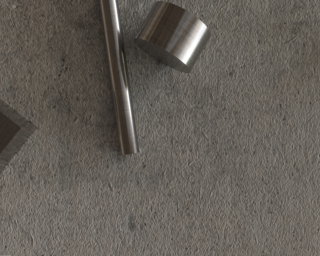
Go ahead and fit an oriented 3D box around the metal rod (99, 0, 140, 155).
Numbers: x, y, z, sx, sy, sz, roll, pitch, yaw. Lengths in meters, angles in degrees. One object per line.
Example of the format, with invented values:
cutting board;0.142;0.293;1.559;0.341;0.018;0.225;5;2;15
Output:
metal rod;-0.060;-0.114;0.409;0.025;0.025;0.298;-8;90;0

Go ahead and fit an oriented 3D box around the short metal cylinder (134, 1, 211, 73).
short metal cylinder;0.015;-0.110;0.383;0.080;0.080;0.050;29;90;-1

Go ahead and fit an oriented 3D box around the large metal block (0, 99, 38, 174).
large metal block;-0.223;0.006;0.395;0.080;0.050;0.080;38;90;-1
